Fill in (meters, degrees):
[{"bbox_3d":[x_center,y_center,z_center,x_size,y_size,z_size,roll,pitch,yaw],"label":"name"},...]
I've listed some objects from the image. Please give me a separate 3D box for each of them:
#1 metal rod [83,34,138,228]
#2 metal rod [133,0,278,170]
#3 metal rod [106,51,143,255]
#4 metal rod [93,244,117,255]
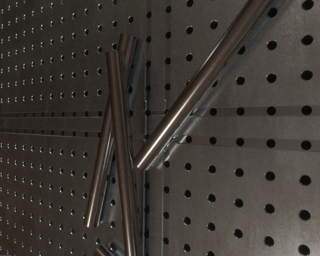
[{"bbox_3d":[-0.077,0.011,0.470,0.025,0.025,0.298,21,103,37],"label":"metal rod"},{"bbox_3d":[0.053,-0.059,0.363,0.025,0.025,0.298,51,119,27],"label":"metal rod"},{"bbox_3d":[-0.049,0.045,0.431,0.025,0.025,0.298,-3,93,39],"label":"metal rod"},{"bbox_3d":[0.012,0.253,0.397,0.300,0.025,0.025,30,109,35],"label":"metal rod"}]
